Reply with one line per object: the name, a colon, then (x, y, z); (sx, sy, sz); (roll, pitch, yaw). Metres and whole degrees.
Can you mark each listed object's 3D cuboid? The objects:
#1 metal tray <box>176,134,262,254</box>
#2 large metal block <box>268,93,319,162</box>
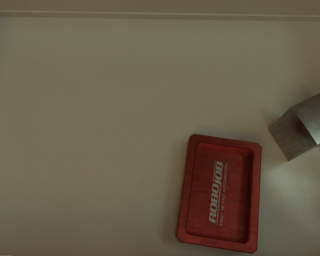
metal tray: (0.072, 0.078, 0.379); (0.091, 0.030, 0.130); (9, 70, 2)
large metal block: (0.195, -0.006, 0.385); (0.080, 0.080, 0.050); (-24, 72, -9)
